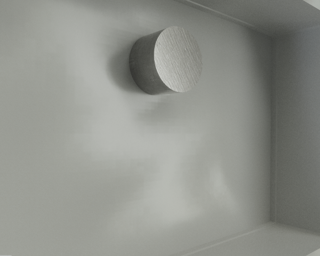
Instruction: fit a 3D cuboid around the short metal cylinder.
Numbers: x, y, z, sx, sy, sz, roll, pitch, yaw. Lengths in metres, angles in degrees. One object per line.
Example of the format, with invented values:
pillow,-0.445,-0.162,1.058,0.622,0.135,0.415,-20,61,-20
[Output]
short metal cylinder,0.008,-0.083,0.396,0.081,0.050,0.080,0,90,-40
